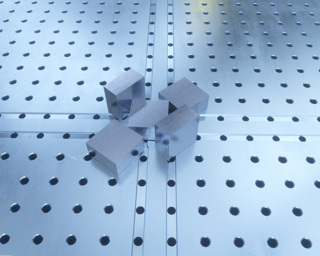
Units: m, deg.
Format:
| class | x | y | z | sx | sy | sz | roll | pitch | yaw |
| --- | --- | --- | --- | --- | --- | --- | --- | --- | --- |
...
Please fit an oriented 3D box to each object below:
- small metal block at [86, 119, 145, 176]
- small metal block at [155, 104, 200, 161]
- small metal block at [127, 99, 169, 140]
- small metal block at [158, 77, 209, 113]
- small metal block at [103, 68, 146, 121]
| class | x | y | z | sx | sy | sz | roll | pitch | yaw |
| --- | --- | --- | --- | --- | --- | --- | --- | --- | --- |
| small metal block | -0.055 | 0.023 | 0.388 | 0.050 | 0.025 | 0.050 | 31 | 56 | 23 |
| small metal block | 0.021 | 0.006 | 0.387 | 0.050 | 0.050 | 0.025 | -35 | 58 | -26 |
| small metal block | -0.014 | -0.011 | 0.417 | 0.050 | 0.025 | 0.050 | 2 | 49 | 3 |
| small metal block | 0.033 | -0.040 | 0.441 | 0.050 | 0.025 | 0.050 | -33 | 57 | -24 |
| small metal block | -0.047 | -0.046 | 0.430 | 0.025 | 0.050 | 0.050 | 37 | 60 | 26 |
